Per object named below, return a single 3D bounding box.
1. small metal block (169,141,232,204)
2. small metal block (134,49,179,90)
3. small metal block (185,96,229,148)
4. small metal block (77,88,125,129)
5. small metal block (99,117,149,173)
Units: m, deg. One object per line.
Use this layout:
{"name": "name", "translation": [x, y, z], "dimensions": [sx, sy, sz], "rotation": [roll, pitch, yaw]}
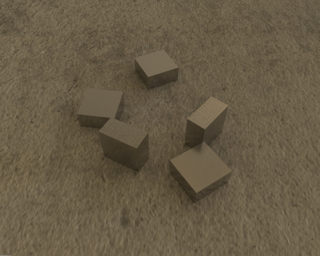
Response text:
{"name": "small metal block", "translation": [0.046, 0.051, 0.361], "dimensions": [0.050, 0.025, 0.050], "rotation": [-27, 55, -21]}
{"name": "small metal block", "translation": [-0.006, -0.091, 0.480], "dimensions": [0.050, 0.025, 0.050], "rotation": [-21, 53, -17]}
{"name": "small metal block", "translation": [0.058, -0.003, 0.390], "dimensions": [0.025, 0.050, 0.050], "rotation": [33, 57, 24]}
{"name": "small metal block", "translation": [-0.079, -0.026, 0.424], "dimensions": [0.050, 0.025, 0.050], "rotation": [7, 50, 5]}
{"name": "small metal block", "translation": [-0.041, 0.021, 0.369], "dimensions": [0.050, 0.050, 0.025], "rotation": [22, 54, 17]}
